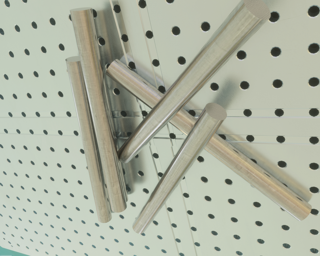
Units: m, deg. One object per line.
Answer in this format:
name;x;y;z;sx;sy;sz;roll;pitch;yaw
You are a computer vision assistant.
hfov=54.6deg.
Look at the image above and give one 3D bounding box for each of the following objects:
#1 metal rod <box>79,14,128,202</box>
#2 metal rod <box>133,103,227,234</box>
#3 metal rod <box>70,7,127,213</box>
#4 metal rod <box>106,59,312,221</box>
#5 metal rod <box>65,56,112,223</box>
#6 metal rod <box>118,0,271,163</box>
metal rod;-0.080;-0.009;0.448;0.025;0.025;0.298;8;122;24
metal rod;0.012;0.077;0.431;0.025;0.025;0.298;33;135;6
metal rod;-0.077;-0.004;0.421;0.025;0.025;0.298;9;122;24
metal rod;0.058;0.013;0.388;0.300;0.025;0.025;37;129;3
metal rod;-0.107;0.036;0.490;0.025;0.025;0.298;11;123;22
metal rod;0.009;-0.024;0.348;0.025;0.025;0.299;42;143;-1
